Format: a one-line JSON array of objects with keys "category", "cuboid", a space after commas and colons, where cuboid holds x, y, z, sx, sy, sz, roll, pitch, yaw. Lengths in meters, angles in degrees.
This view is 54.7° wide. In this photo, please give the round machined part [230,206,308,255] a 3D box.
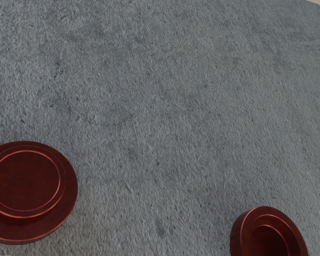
[{"category": "round machined part", "cuboid": [0.124, 0.147, 0.370, 0.099, 0.042, 0.098, 14, 56, -21]}]

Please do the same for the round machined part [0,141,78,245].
[{"category": "round machined part", "cuboid": [-0.127, 0.055, 0.291, 0.099, 0.042, 0.098, 14, 56, -21]}]
